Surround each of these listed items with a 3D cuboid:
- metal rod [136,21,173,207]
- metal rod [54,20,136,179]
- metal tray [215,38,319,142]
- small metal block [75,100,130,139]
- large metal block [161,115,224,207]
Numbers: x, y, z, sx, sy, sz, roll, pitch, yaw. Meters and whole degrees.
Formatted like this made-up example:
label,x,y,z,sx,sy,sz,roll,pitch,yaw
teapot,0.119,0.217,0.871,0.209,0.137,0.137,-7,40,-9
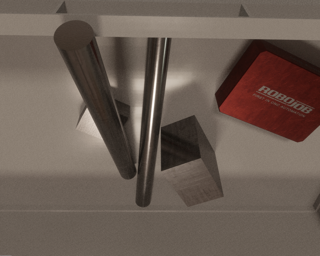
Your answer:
label,x,y,z,sx,sy,sz,roll,pitch,yaw
metal rod,-0.013,0.007,0.415,0.025,0.025,0.298,4,130,-4
metal rod,-0.051,0.004,0.331,0.025,0.025,0.299,-1,155,1
metal tray,0.145,-0.040,0.374,0.131,0.030,0.089,20,127,-17
small metal block,-0.073,-0.014,0.396,0.050,0.025,0.050,24,126,-19
large metal block,0.041,0.044,0.411,0.050,0.080,0.080,-21,127,16
